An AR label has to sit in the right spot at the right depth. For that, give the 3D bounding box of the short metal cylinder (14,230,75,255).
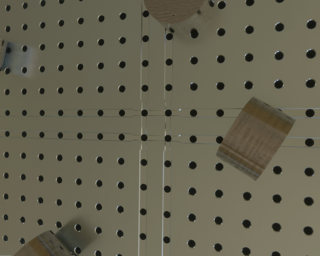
[{"bbox_3d":[-0.171,0.195,0.442,0.050,0.080,0.080,41,103,15],"label":"short metal cylinder"}]

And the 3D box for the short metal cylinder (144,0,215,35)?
[{"bbox_3d":[0.026,-0.164,0.390,0.080,0.050,0.079,0,90,19],"label":"short metal cylinder"}]

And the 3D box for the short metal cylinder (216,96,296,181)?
[{"bbox_3d":[0.106,0.012,0.346,0.050,0.080,0.080,33,101,17],"label":"short metal cylinder"}]

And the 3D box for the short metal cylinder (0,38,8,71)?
[{"bbox_3d":[-0.285,-0.124,0.482,0.080,0.080,0.050,18,96,19],"label":"short metal cylinder"}]
